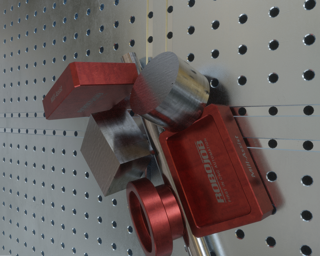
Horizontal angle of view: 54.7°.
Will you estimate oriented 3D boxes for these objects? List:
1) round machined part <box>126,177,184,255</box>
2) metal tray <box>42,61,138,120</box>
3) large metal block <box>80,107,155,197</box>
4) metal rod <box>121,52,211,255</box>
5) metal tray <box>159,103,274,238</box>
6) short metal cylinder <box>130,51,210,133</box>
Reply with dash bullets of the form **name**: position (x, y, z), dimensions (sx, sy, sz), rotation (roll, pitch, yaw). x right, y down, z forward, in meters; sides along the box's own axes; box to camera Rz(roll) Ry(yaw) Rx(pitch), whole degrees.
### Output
- **round machined part**: position (-0.005, 0.107, 0.379), dimensions (0.098, 0.042, 0.097), rotation (166, 90, -70)
- **metal tray**: position (-0.097, -0.048, 0.423), dimensions (0.130, 0.091, 0.030), rotation (-27, 75, 52)
- **large metal block**: position (-0.060, 0.031, 0.414), dimensions (0.080, 0.050, 0.079), rotation (55, 140, 25)
- **metal rod**: position (0.005, 0.035, 0.400), dimensions (0.025, 0.025, 0.299), rotation (-31, 71, 35)
- **metal tray**: position (0.058, 0.049, 0.353), dimensions (0.090, 0.030, 0.130), rotation (-31, 71, 35)
- **short metal cylinder**: position (0.010, -0.041, 0.361), dimensions (0.080, 0.050, 0.080), rotation (-31, 45, 36)
